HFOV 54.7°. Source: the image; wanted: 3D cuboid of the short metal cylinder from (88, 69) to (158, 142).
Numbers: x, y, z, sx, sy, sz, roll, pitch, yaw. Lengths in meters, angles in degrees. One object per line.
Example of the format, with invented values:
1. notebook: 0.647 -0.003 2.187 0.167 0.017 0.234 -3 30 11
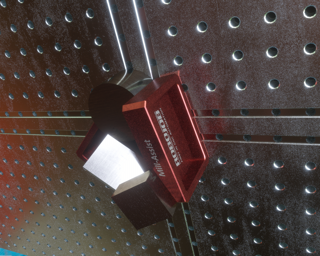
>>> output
1. short metal cylinder: -0.044 -0.029 0.398 0.080 0.050 0.079 13 124 20

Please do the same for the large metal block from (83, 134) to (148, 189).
1. large metal block: -0.049 0.060 0.416 0.080 0.050 0.080 34 164 5

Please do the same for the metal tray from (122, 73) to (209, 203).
1. metal tray: 0.013 0.012 0.368 0.030 0.090 0.129 -9 114 32

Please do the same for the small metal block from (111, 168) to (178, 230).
1. small metal block: -0.017 0.081 0.347 0.050 0.025 0.050 -29 104 26

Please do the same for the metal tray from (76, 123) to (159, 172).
1. metal tray: -0.054 0.048 0.463 0.130 0.030 0.089 40 129 0
